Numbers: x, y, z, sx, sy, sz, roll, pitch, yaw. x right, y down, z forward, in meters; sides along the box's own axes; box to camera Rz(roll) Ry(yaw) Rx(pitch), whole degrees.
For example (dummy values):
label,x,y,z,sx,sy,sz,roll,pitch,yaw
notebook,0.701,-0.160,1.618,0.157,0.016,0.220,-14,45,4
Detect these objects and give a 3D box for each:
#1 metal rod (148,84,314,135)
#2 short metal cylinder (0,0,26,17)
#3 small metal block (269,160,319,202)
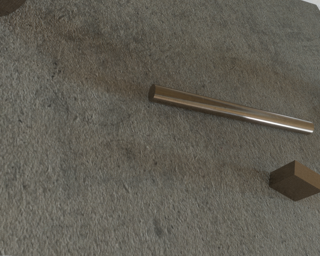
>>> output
label,x,y,z,sx,sy,sz,roll,pitch,yaw
metal rod,0.125,-0.024,0.488,0.302,0.025,0.025,10,58,-23
short metal cylinder,-0.204,-0.180,0.369,0.050,0.080,0.081,50,51,6
small metal block,0.196,0.078,0.449,0.050,0.050,0.025,30,52,-10
